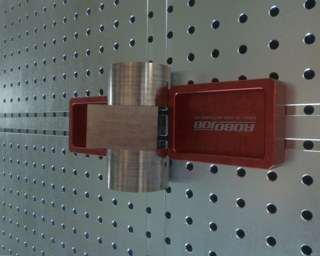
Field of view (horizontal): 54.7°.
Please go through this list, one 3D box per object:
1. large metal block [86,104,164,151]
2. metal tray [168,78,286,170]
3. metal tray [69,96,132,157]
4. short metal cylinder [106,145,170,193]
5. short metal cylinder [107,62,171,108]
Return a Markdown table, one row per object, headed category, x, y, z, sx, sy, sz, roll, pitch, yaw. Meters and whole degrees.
| category | x | y | z | sx | sy | sz | roll | pitch | yaw |
| --- | --- | --- | --- | --- | --- | --- | --- | --- | --- |
| large metal block | -0.039 | -0.001 | 0.387 | 0.080 | 0.080 | 0.050 | 2 | 91 | 6 |
| metal tray | 0.069 | -0.005 | 0.349 | 0.130 | 0.030 | 0.089 | 1 | 91 | 40 |
| metal tray | -0.091 | -0.003 | 0.481 | 0.130 | 0.030 | 0.089 | 2 | 91 | 40 |
| short metal cylinder | -0.028 | 0.049 | 0.396 | 0.080 | 0.081 | 0.050 | 3 | 92 | 40 |
| short metal cylinder | -0.026 | -0.052 | 0.395 | 0.080 | 0.081 | 0.050 | 2 | 91 | 40 |
